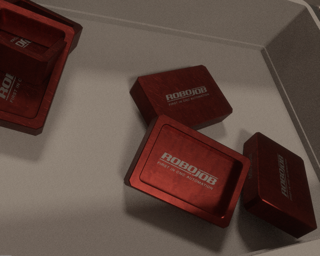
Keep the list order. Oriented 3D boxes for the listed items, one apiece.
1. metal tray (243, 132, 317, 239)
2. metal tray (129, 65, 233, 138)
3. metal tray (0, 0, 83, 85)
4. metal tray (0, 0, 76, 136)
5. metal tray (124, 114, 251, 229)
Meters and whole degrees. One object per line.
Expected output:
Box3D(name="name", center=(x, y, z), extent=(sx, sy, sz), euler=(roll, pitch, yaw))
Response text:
Box3D(name="metal tray", center=(0.162, 0.074, 0.430), extent=(0.090, 0.030, 0.130), euler=(30, 39, -9))
Box3D(name="metal tray", center=(0.033, -0.039, 0.446), extent=(0.131, 0.030, 0.090), euler=(-18, 71, -35))
Box3D(name="metal tray", center=(-0.152, -0.106, 0.354), extent=(0.090, 0.030, 0.130), euler=(24, 32, -10))
Box3D(name="metal tray", center=(-0.156, -0.066, 0.338), extent=(0.091, 0.030, 0.130), euler=(18, 69, -18))
Box3D(name="metal tray", center=(0.035, 0.052, 0.369), extent=(0.131, 0.030, 0.090), euler=(27, 75, -12))
